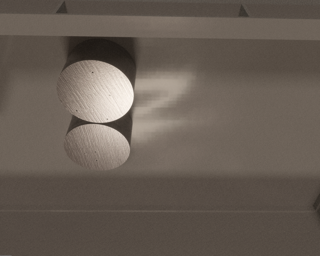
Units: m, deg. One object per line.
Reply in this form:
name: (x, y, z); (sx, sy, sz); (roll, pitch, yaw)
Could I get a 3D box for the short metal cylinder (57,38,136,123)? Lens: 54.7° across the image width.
short metal cylinder: (-0.068, -0.052, 0.347); (0.081, 0.050, 0.079); (0, 130, 0)

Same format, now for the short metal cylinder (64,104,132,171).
short metal cylinder: (-0.077, 0.009, 0.400); (0.081, 0.050, 0.079); (0, 130, 0)
